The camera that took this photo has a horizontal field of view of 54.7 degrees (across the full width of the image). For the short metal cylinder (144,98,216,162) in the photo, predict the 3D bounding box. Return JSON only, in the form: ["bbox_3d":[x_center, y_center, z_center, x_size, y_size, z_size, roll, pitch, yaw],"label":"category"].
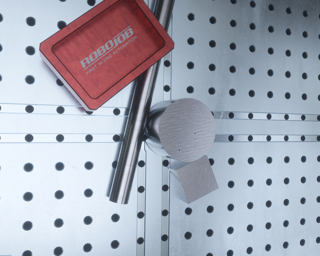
[{"bbox_3d":[0.025,0.002,0.407,0.081,0.050,0.079,-1,92,-24],"label":"short metal cylinder"}]

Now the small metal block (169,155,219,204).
[{"bbox_3d":[0.047,0.070,0.432,0.050,0.025,0.050,-23,98,-19],"label":"small metal block"}]

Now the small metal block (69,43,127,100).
[{"bbox_3d":[-0.079,-0.069,0.384,0.050,0.025,0.050,44,76,-15],"label":"small metal block"}]

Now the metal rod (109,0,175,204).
[{"bbox_3d":[-0.020,-0.051,0.406,0.025,0.025,0.298,14,85,-20],"label":"metal rod"}]

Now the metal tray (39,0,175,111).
[{"bbox_3d":[-0.059,-0.092,0.361,0.130,0.030,0.090,-41,102,-15],"label":"metal tray"}]
